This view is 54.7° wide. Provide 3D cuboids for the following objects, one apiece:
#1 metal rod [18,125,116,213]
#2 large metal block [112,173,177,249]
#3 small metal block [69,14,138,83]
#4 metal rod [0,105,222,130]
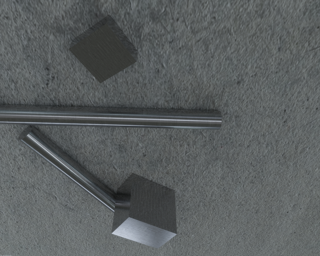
[{"bbox_3d":[-0.096,0.101,0.492,0.025,0.025,0.300,-27,126,20],"label":"metal rod"},{"bbox_3d":[-0.023,0.128,0.480,0.080,0.080,0.050,27,125,-21],"label":"large metal block"},{"bbox_3d":[-0.060,-0.084,0.335,0.050,0.025,0.050,-27,126,20],"label":"small metal block"},{"bbox_3d":[-0.074,-0.014,0.394,0.302,0.025,0.025,1,130,-2],"label":"metal rod"}]
